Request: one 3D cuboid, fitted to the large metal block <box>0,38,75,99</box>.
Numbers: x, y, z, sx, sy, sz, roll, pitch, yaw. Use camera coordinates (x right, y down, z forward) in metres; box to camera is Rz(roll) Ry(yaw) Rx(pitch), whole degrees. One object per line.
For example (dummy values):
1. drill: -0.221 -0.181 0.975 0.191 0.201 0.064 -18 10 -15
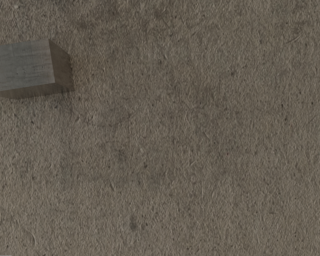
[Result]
1. large metal block: -0.159 -0.069 0.381 0.080 0.080 0.050 -9 90 0
